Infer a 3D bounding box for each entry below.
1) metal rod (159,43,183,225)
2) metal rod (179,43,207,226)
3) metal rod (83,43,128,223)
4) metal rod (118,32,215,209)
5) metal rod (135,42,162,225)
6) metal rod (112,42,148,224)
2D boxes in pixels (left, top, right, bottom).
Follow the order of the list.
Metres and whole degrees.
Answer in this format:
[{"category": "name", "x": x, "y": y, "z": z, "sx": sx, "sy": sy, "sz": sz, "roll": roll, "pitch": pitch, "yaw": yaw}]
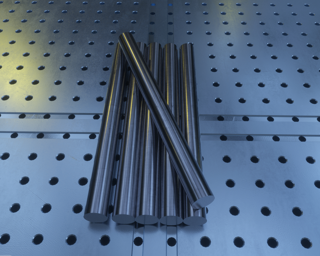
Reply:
[{"category": "metal rod", "x": 0.015, "y": -0.017, "z": 0.423, "sx": 0.025, "sy": 0.025, "sz": 0.300, "roll": 1, "pitch": 50, "yaw": 1}, {"category": "metal rod", "x": 0.041, "y": -0.017, "z": 0.423, "sx": 0.025, "sy": 0.025, "sz": 0.300, "roll": 1, "pitch": 50, "yaw": 1}, {"category": "metal rod", "x": -0.065, "y": -0.020, "z": 0.423, "sx": 0.025, "sy": 0.025, "sz": 0.300, "roll": 1, "pitch": 50, "yaw": 1}, {"category": "metal rod", "x": -0.005, "y": -0.033, "z": 0.403, "sx": 0.025, "sy": 0.025, "sz": 0.300, "roll": -15, "pitch": 52, "yaw": -12}, {"category": "metal rod", "x": -0.011, "y": -0.018, "z": 0.422, "sx": 0.025, "sy": 0.025, "sz": 0.300, "roll": 1, "pitch": 50, "yaw": 1}, {"category": "metal rod", "x": -0.035, "y": -0.019, "z": 0.422, "sx": 0.025, "sy": 0.025, "sz": 0.300, "roll": 1, "pitch": 50, "yaw": 1}]
